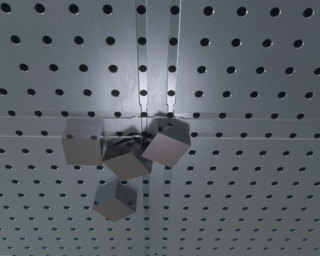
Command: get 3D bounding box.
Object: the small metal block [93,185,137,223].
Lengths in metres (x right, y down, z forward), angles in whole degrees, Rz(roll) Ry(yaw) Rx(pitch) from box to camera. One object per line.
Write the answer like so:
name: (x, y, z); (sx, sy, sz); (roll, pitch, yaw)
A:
small metal block: (-0.075, 0.128, 0.520); (0.050, 0.025, 0.050); (-31, 124, 23)

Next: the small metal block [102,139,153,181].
small metal block: (-0.046, 0.047, 0.447); (0.050, 0.025, 0.050); (-20, 128, 25)

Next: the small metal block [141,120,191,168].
small metal block: (0.008, 0.024, 0.432); (0.050, 0.025, 0.050); (23, 126, -19)

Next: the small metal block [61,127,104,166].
small metal block: (-0.106, 0.026, 0.432); (0.050, 0.025, 0.050); (2, 130, -2)
